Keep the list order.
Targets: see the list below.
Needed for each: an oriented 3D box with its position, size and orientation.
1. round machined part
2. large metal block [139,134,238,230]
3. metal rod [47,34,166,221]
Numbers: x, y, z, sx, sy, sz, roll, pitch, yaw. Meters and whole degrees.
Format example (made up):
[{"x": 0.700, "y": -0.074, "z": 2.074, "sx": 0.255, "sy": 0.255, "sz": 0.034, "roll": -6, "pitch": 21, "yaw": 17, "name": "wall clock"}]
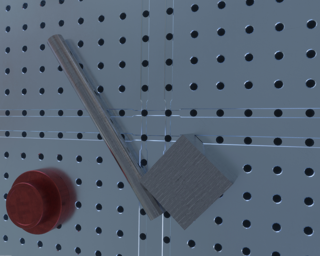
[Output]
[{"x": -0.191, "y": 0.113, "z": 0.469, "sx": 0.098, "sy": 0.042, "sz": 0.097, "roll": 0, "pitch": 90, "yaw": 19, "name": "round machined part"}, {"x": 0.036, "y": 0.063, "z": 0.386, "sx": 0.080, "sy": 0.050, "sz": 0.080, "roll": 45, "pitch": 104, "yaw": 14, "name": "large metal block"}, {"x": -0.080, "y": -0.008, "z": 0.439, "sx": 0.025, "sy": 0.025, "sz": 0.299, "roll": -35, "pitch": 79, "yaw": 16, "name": "metal rod"}]
